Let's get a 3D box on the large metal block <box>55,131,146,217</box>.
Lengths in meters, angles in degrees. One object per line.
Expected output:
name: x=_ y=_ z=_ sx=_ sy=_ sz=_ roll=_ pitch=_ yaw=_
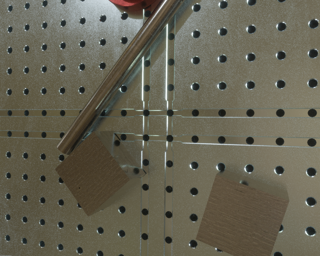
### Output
large metal block: x=-0.082 y=0.060 z=0.428 sx=0.080 sy=0.050 sz=0.080 roll=-43 pitch=77 yaw=15

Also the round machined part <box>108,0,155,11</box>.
round machined part: x=-0.042 y=-0.214 z=0.418 sx=0.098 sy=0.042 sz=0.097 roll=0 pitch=90 yaw=20

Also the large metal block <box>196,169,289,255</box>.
large metal block: x=0.097 y=0.102 z=0.365 sx=0.080 sy=0.050 sz=0.080 roll=18 pitch=96 yaw=19

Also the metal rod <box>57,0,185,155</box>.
metal rod: x=-0.052 y=-0.082 z=0.430 sx=0.025 sy=0.025 sz=0.299 roll=42 pitch=103 yaw=15
